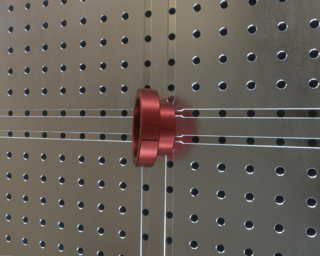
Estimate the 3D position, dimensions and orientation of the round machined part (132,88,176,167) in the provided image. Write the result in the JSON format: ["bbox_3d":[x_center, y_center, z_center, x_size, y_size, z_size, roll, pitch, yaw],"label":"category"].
[{"bbox_3d":[-0.008,0.000,0.387,0.042,0.098,0.097,3,91,-11],"label":"round machined part"}]
